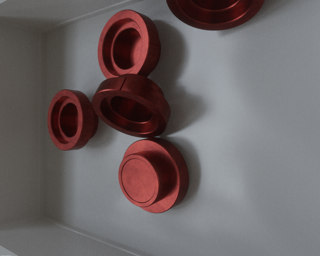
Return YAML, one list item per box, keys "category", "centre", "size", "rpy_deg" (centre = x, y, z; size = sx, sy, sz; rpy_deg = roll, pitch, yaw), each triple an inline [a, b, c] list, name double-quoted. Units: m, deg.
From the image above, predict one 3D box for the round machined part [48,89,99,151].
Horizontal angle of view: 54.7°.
- category: "round machined part"
  centre: [-0.139, -0.013, 0.507]
  size: [0.098, 0.042, 0.097]
  rpy_deg: [0, 90, 39]

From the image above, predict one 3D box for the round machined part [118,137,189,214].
- category: "round machined part"
  centre: [-0.015, 0.063, 0.399]
  size: [0.098, 0.042, 0.097]
  rpy_deg: [7, 101, 37]

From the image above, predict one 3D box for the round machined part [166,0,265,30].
- category: "round machined part"
  centre: [0.057, -0.148, 0.316]
  size: [0.098, 0.098, 0.042]
  rpy_deg: [-11, 62, 39]

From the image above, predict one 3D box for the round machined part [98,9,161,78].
- category: "round machined part"
  centre: [-0.037, -0.107, 0.425]
  size: [0.098, 0.042, 0.097]
  rpy_deg: [0, 90, 39]

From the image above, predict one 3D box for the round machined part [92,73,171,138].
- category: "round machined part"
  centre: [-0.033, -0.032, 0.397]
  size: [0.098, 0.098, 0.042]
  rpy_deg: [-9, 49, 39]
